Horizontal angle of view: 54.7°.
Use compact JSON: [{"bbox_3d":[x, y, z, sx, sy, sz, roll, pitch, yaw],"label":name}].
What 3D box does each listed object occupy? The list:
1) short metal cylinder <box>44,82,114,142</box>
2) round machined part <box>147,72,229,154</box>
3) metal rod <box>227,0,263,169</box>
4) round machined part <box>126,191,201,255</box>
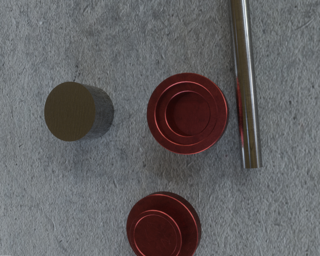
[{"bbox_3d":[-0.112,-0.022,0.434,0.080,0.050,0.079,0,90,19],"label":"short metal cylinder"},{"bbox_3d":[0.037,-0.017,0.386,0.098,0.042,0.097,0,90,19],"label":"round machined part"},{"bbox_3d":[0.099,-0.102,0.373,0.025,0.025,0.298,-5,88,19],"label":"metal rod"},{"bbox_3d":[0.001,0.135,0.399,0.098,0.042,0.097,0,90,19],"label":"round machined part"}]
